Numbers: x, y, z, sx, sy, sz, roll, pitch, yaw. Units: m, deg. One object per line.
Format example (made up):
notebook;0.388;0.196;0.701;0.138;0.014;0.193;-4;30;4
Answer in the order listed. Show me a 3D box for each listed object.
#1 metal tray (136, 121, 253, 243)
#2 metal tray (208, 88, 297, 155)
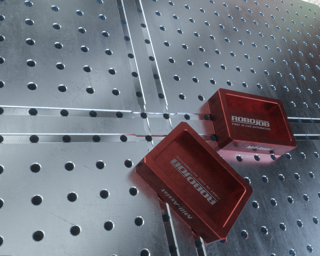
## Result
metal tray;0.045;0.065;0.389;0.130;0.030;0.090;45;51;3
metal tray;0.145;-0.009;0.487;0.131;0.030;0.090;7;59;-25
